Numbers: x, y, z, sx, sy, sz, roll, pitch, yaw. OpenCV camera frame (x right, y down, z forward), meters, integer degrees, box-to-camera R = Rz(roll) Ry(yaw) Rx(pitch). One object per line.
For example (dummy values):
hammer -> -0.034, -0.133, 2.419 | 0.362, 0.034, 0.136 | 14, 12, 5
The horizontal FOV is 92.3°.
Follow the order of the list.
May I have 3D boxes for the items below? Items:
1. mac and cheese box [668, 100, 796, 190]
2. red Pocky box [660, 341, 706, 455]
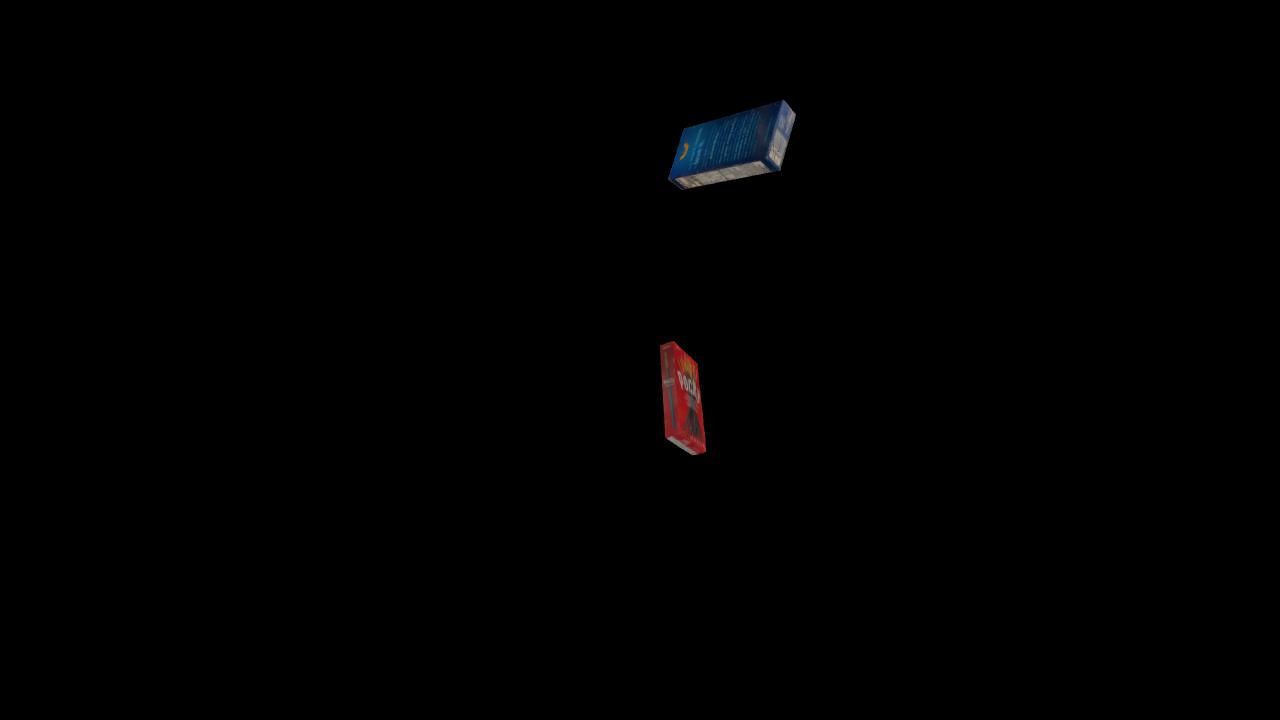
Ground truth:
mac and cheese box -> 0.130, -0.310, 0.900 | 0.184, 0.093, 0.041 | 5, -14, 47
red Pocky box -> 0.063, 0.055, 0.911 | 0.028, 0.155, 0.083 | -20, -35, 27
